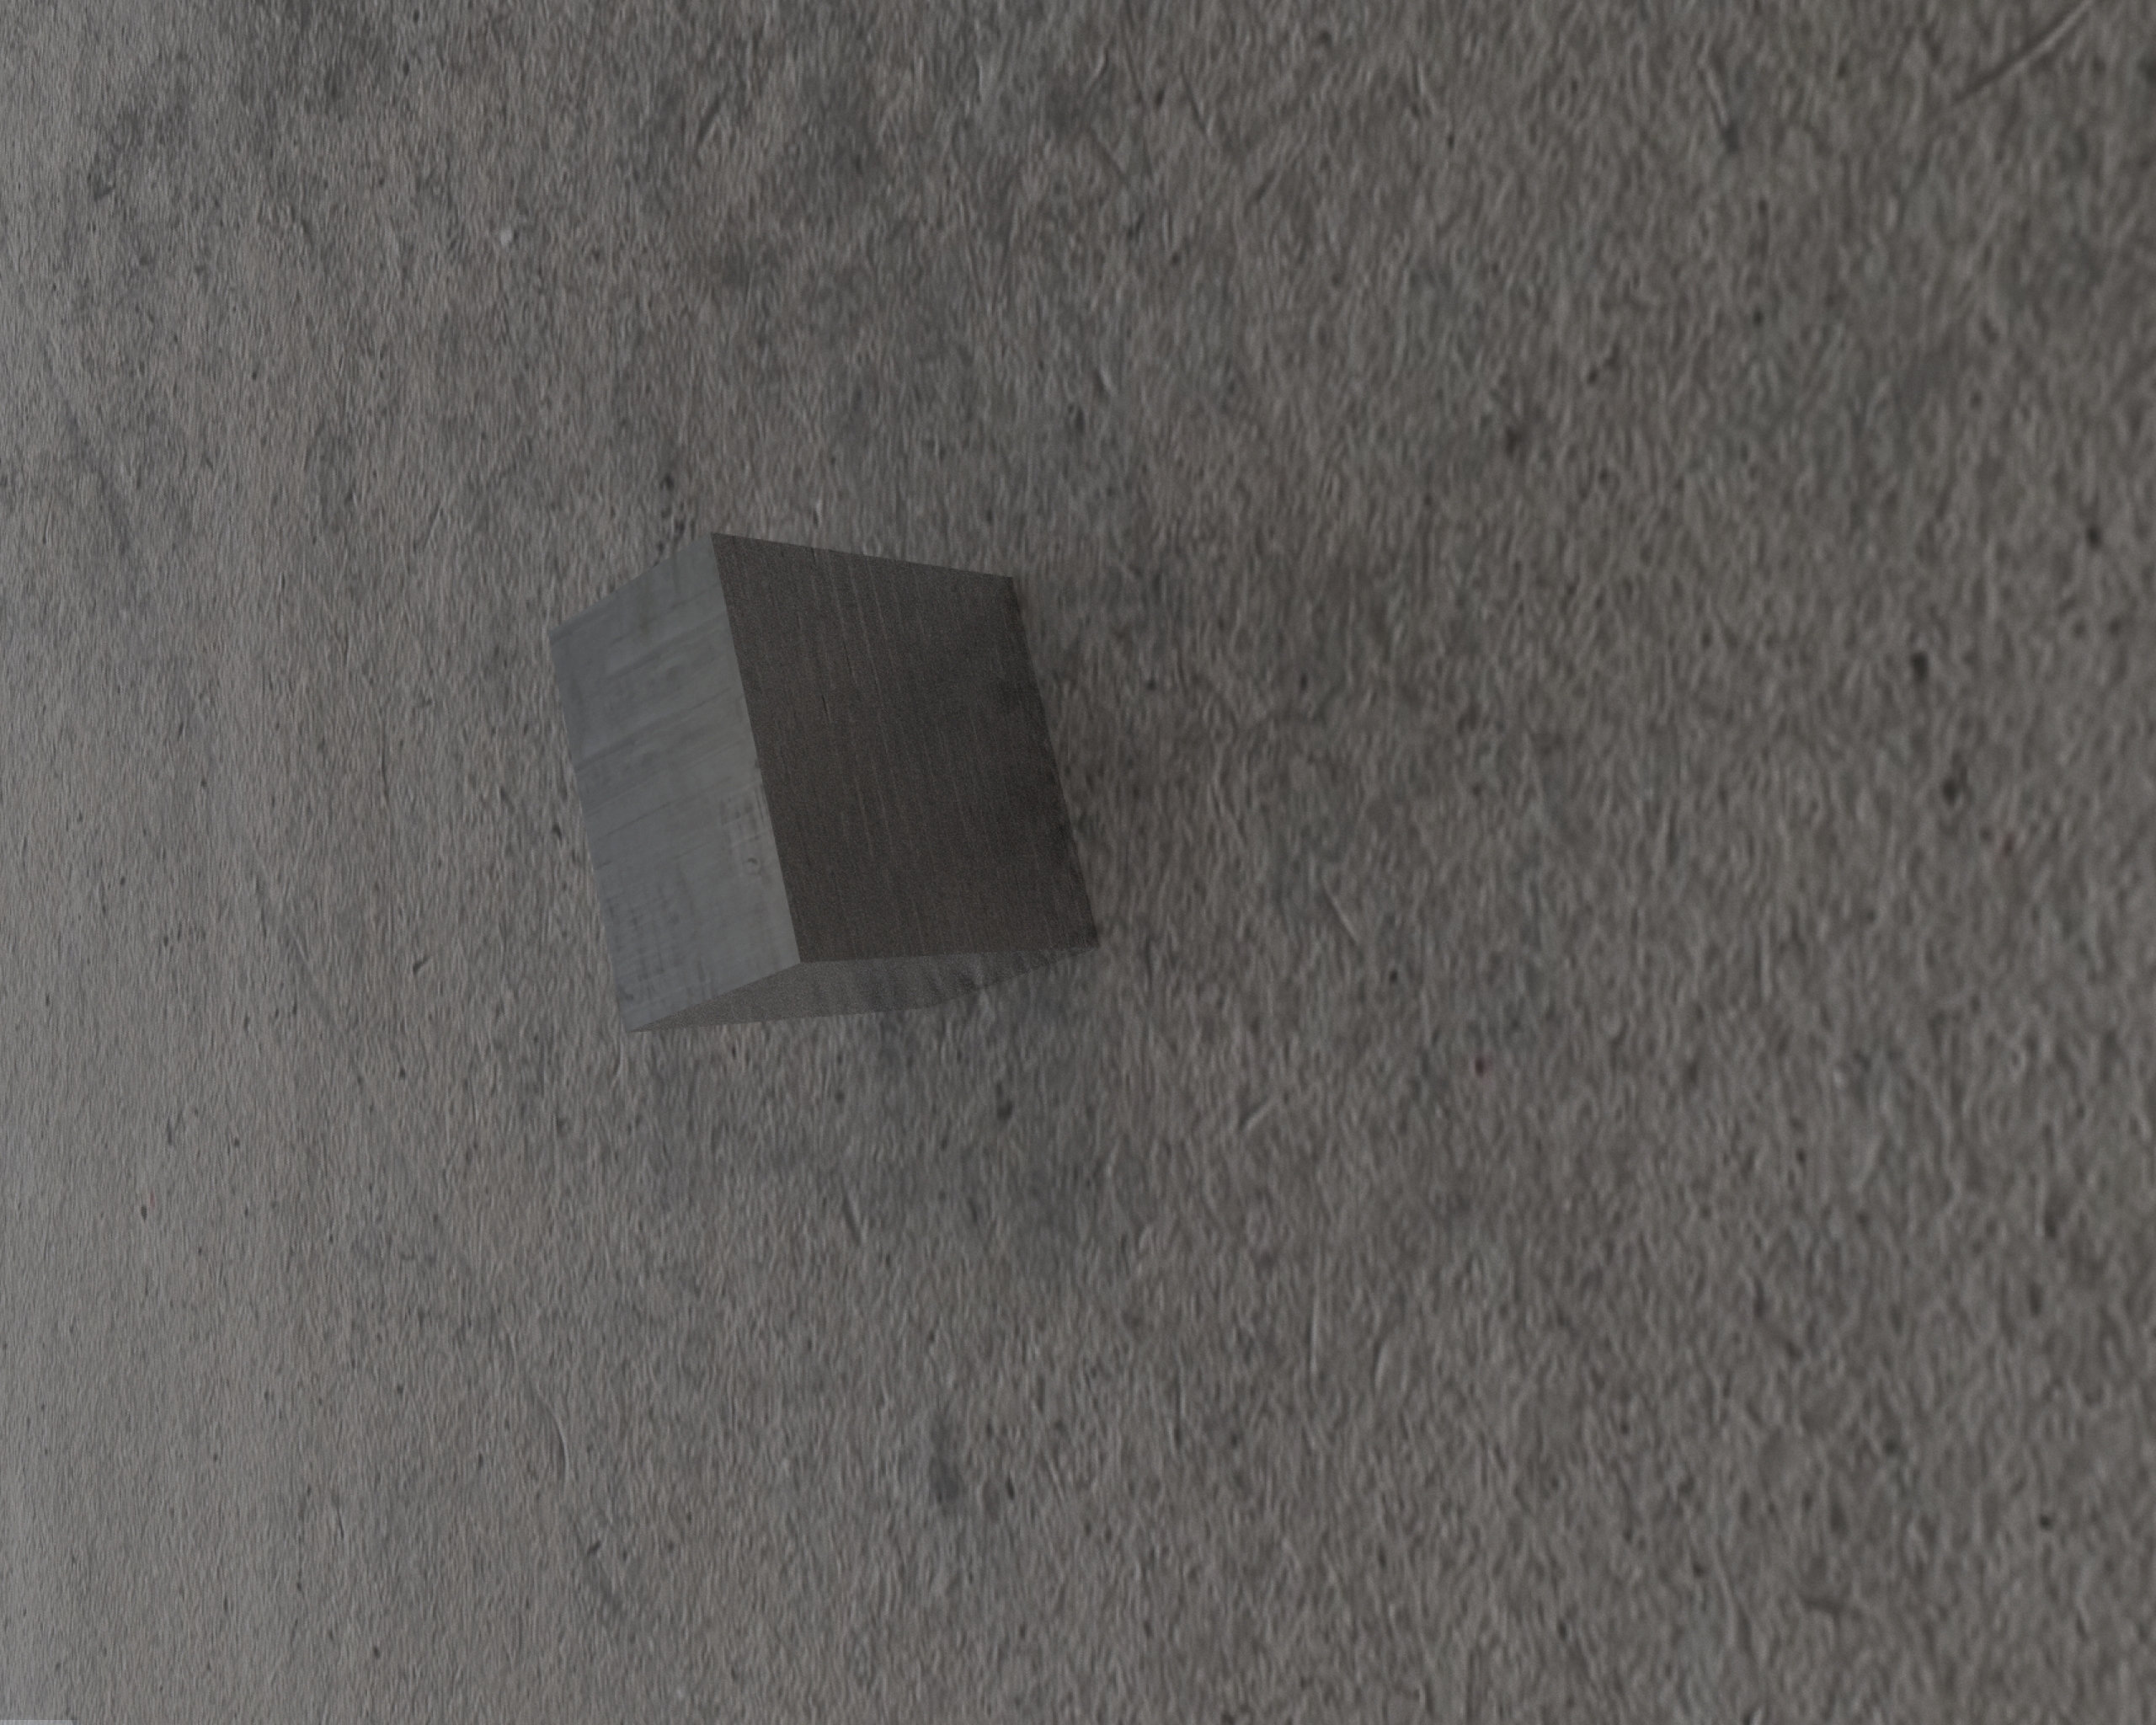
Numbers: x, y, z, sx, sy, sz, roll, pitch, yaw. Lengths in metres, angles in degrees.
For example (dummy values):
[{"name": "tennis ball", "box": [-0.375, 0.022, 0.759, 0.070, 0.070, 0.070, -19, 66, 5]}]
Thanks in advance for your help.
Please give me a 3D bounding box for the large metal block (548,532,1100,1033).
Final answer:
[{"name": "large metal block", "box": [-0.049, -0.014, 0.411, 0.050, 0.081, 0.080, -22, 76, 38]}]
